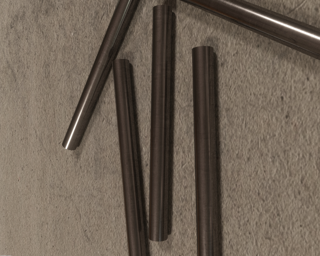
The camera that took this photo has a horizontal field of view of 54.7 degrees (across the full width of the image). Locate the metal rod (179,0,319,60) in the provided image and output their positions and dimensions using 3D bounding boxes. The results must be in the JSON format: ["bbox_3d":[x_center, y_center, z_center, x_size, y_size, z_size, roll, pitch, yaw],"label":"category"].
[{"bbox_3d":[0.090,-0.121,0.329,0.300,0.025,0.025,38,113,33],"label":"metal rod"}]

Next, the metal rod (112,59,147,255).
[{"bbox_3d":[-0.043,0.051,0.437,0.025,0.025,0.298,-9,84,39],"label":"metal rod"}]

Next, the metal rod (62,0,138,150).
[{"bbox_3d":[-0.091,-0.093,0.477,0.025,0.025,0.298,41,114,32],"label":"metal rod"}]

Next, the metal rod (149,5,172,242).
[{"bbox_3d":[0.000,-0.005,0.402,0.025,0.025,0.298,2,91,39],"label":"metal rod"}]

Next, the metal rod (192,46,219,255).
[{"bbox_3d":[0.053,0.057,0.359,0.025,0.025,0.298,-2,89,39],"label":"metal rod"}]
